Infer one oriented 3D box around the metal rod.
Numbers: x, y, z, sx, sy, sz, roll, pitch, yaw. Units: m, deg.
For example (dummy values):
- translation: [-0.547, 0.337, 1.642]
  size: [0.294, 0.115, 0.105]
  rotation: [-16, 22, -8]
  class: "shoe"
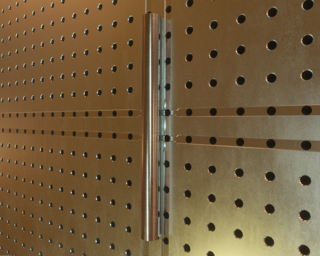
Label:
- translation: [-0.012, -0.001, 0.417]
  size: [0.025, 0.025, 0.298]
  rotation: [1, 90, 39]
  class: "metal rod"
